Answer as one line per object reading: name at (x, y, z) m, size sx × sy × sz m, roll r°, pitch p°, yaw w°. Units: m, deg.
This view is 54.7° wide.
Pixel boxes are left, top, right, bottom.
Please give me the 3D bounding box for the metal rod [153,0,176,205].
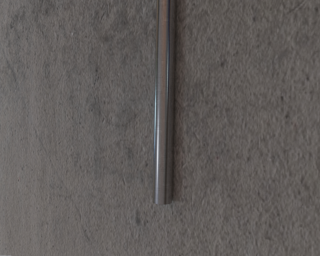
metal rod at (0.006, -0.053, 0.398) m, size 0.025 × 0.025 × 0.298 m, roll 2°, pitch 91°, yaw 39°
